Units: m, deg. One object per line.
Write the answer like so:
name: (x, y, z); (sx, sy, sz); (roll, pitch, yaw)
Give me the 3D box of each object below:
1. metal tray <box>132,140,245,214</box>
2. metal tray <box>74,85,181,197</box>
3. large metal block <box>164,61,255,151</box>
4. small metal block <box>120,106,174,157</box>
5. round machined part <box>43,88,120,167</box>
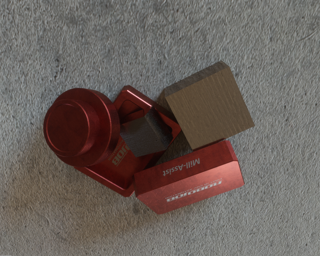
metal tray: (0.040, 0.069, 0.410); (0.130, 0.030, 0.090); (-21, 145, 8)
metal tray: (-0.044, 0.020, 0.414); (0.090, 0.030, 0.129); (33, 107, -12)
large metal block: (0.060, -0.028, 0.388); (0.080, 0.050, 0.080); (-25, 108, 9)
small metal block: (-0.020, 0.006, 0.388); (0.050, 0.025, 0.050); (-17, 114, 36)
round machined part: (-0.102, 0.000, 0.378); (0.098, 0.042, 0.097); (1, 91, 24)
